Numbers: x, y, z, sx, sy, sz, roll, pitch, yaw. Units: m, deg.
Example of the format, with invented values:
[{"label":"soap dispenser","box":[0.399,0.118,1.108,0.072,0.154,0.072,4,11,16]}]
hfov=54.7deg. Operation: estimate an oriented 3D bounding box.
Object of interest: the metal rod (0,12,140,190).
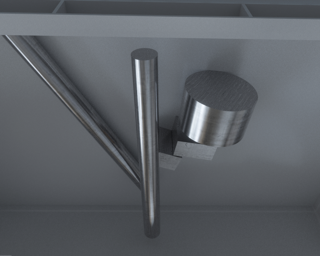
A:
[{"label":"metal rod","box":[-0.089,-0.010,0.399,0.025,0.025,0.299,-22,127,17]}]

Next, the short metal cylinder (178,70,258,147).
[{"label":"short metal cylinder","box":[0.064,-0.024,0.354,0.081,0.080,0.050,5,130,-5]}]

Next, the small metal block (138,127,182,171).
[{"label":"small metal block","box":[0.000,0.024,0.414,0.050,0.050,0.025,16,128,-14]}]

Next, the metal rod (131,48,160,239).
[{"label":"metal rod","box":[-0.013,0.046,0.381,0.025,0.025,0.298,-1,130,0]}]

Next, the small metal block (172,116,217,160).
[{"label":"small metal block","box":[0.044,0.013,0.404,0.050,0.050,0.025,8,130,-8]}]
